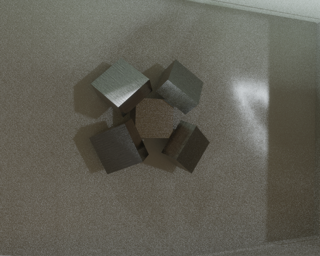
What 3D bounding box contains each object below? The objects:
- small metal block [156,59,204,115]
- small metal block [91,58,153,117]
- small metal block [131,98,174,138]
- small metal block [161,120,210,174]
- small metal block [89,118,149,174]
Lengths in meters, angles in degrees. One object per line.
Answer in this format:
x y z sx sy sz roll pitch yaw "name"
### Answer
0.027 -0.054 0.405 0.050 0.025 0.050 37 41 -17 "small metal block"
-0.046 -0.050 0.378 0.050 0.025 0.050 40 75 23 "small metal block"
-0.011 -0.012 0.404 0.050 0.025 0.050 2 90 -20 "small metal block"
0.035 0.026 0.409 0.050 0.025 0.050 -58 141 -11 "small metal block"
-0.049 0.022 0.378 0.050 0.025 0.050 -21 99 19 "small metal block"
